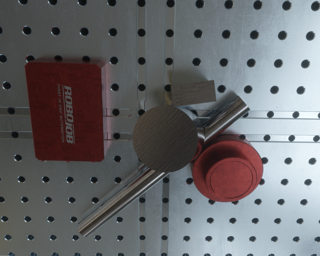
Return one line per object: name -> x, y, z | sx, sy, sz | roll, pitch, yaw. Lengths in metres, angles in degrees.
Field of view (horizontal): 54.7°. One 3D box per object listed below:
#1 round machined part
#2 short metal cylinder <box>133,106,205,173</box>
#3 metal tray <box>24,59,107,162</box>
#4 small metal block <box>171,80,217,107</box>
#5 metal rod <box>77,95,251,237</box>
round machined part -> 0.094, 0.062, 0.428 | 0.099, 0.042, 0.097 | 0, 110, -1
short metal cylinder -> 0.012, 0.012, 0.390 | 0.080, 0.050, 0.079 | 1, 92, 16
metal tray -> -0.117, -0.021, 0.401 | 0.091, 0.030, 0.129 | 1, 110, -1
small metal block -> 0.039, -0.043, 0.383 | 0.050, 0.050, 0.025 | -7, 97, 2
metal rod -> -0.003, 0.060, 0.435 | 0.300, 0.025, 0.025 | -40, 106, 13
